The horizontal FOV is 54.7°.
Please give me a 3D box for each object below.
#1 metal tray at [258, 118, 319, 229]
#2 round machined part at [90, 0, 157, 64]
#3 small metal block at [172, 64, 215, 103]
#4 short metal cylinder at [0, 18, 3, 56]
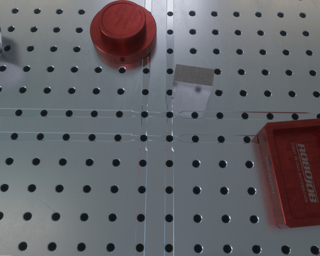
[{"bbox_3d":[0.183,0.055,0.390,0.091,0.030,0.130,-5,70,-2],"label":"metal tray"},{"bbox_3d":[-0.054,-0.147,0.456,0.099,0.042,0.098,0,70,0],"label":"round machined part"},{"bbox_3d":[0.044,-0.060,0.421,0.050,0.050,0.025,9,71,3],"label":"small metal block"},{"bbox_3d":[-0.265,-0.133,0.429,0.081,0.080,0.050,-13,71,-5],"label":"short metal cylinder"}]
